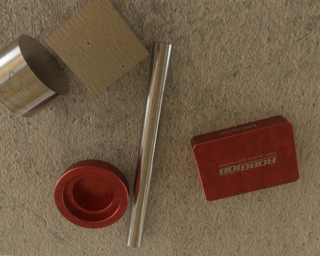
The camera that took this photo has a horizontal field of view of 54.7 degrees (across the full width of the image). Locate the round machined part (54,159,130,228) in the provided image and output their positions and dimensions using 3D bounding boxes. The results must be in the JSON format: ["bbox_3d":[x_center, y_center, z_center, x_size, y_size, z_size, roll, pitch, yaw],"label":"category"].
[{"bbox_3d":[-0.091,0.087,0.432,0.099,0.042,0.097,0,110,-1],"label":"round machined part"}]

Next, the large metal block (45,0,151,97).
[{"bbox_3d":[-0.068,-0.097,0.360,0.080,0.050,0.080,-36,107,12],"label":"large metal block"}]

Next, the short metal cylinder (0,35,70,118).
[{"bbox_3d":[-0.151,-0.059,0.357,0.050,0.080,0.080,-31,108,10],"label":"short metal cylinder"}]

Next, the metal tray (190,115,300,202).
[{"bbox_3d":[0.116,0.042,0.424,0.131,0.030,0.089,-14,110,4],"label":"metal tray"}]

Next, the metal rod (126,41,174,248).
[{"bbox_3d":[-0.018,0.036,0.422,0.025,0.025,0.298,8,110,-3],"label":"metal rod"}]
